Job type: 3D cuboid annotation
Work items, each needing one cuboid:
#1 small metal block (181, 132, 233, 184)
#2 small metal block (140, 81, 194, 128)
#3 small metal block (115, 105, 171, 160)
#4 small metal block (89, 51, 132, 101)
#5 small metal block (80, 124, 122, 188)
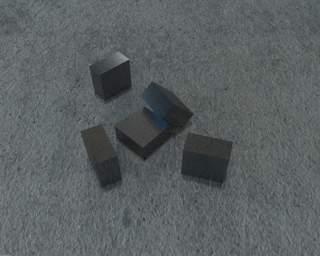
[{"bbox_3d":[0.053,0.035,0.358,0.050,0.050,0.025,12,51,10],"label":"small metal block"},{"bbox_3d":[0.010,-0.030,0.410,0.025,0.050,0.050,-50,56,15],"label":"small metal block"},{"bbox_3d":[-0.022,0.004,0.399,0.050,0.025,0.050,35,58,26],"label":"small metal block"},{"bbox_3d":[-0.070,-0.075,0.449,0.050,0.050,0.025,-35,58,-26],"label":"small metal block"},{"bbox_3d":[-0.068,0.032,0.359,0.025,0.050,0.050,-22,53,-17],"label":"small metal block"}]
